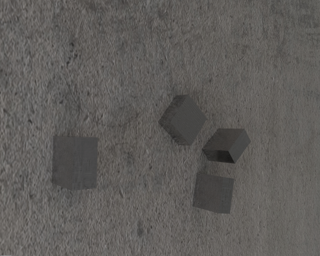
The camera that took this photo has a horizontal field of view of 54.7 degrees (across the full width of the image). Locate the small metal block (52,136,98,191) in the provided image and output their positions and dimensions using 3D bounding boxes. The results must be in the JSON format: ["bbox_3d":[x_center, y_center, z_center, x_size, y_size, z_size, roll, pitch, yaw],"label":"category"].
[{"bbox_3d":[-0.087,0.034,0.315,0.025,0.050,0.050,2,89,-40],"label":"small metal block"}]

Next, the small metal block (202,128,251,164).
[{"bbox_3d":[0.101,0.026,0.473,0.050,0.050,0.025,-46,118,-30],"label":"small metal block"}]

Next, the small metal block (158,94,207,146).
[{"bbox_3d":[0.032,-0.011,0.431,0.050,0.025,0.050,48,62,-29],"label":"small metal block"}]

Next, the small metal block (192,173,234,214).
[{"bbox_3d":[0.077,0.095,0.453,0.025,0.050,0.050,15,81,-39],"label":"small metal block"}]
